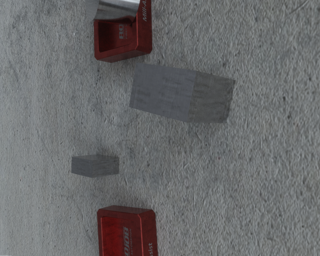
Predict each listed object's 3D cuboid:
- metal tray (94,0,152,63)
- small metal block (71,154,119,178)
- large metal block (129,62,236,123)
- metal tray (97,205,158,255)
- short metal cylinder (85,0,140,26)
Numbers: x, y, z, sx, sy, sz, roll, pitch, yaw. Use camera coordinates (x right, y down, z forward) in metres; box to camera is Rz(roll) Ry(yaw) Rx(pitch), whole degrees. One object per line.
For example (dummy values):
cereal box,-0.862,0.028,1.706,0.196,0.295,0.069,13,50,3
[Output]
metal tray,-0.056,-0.167,0.447,0.090,0.030,0.129,-2,89,40
small metal block,-0.098,0.056,0.470,0.050,0.050,0.025,4,93,40
large metal block,0.026,-0.039,0.348,0.080,0.081,0.050,17,101,38
metal tray,-0.046,0.180,0.439,0.090,0.030,0.129,-6,86,39
short metal cylinder,-0.063,-0.178,0.406,0.080,0.050,0.079,4,94,63
